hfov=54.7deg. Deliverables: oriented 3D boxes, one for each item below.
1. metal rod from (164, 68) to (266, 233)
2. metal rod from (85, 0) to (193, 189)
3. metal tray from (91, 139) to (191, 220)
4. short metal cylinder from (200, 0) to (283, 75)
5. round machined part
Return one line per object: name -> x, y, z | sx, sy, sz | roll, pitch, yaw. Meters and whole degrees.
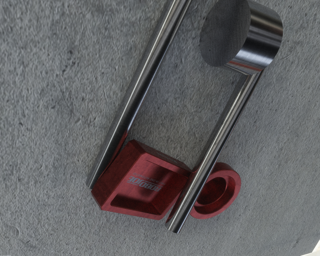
metal rod -> 0.083, 0.011, 0.430 | 0.025, 0.025, 0.299 | 22, 98, -36
metal rod -> -0.021, -0.053, 0.362 | 0.025, 0.025, 0.298 | 15, 111, -34
metal tray -> -0.017, 0.076, 0.423 | 0.090, 0.030, 0.130 | -53, 139, 6
short metal cylinder -> 0.091, -0.105, 0.356 | 0.050, 0.080, 0.079 | 7, 115, -32
round machined part -> 0.077, 0.095, 0.497 | 0.099, 0.042, 0.097 | -14, 124, -21
